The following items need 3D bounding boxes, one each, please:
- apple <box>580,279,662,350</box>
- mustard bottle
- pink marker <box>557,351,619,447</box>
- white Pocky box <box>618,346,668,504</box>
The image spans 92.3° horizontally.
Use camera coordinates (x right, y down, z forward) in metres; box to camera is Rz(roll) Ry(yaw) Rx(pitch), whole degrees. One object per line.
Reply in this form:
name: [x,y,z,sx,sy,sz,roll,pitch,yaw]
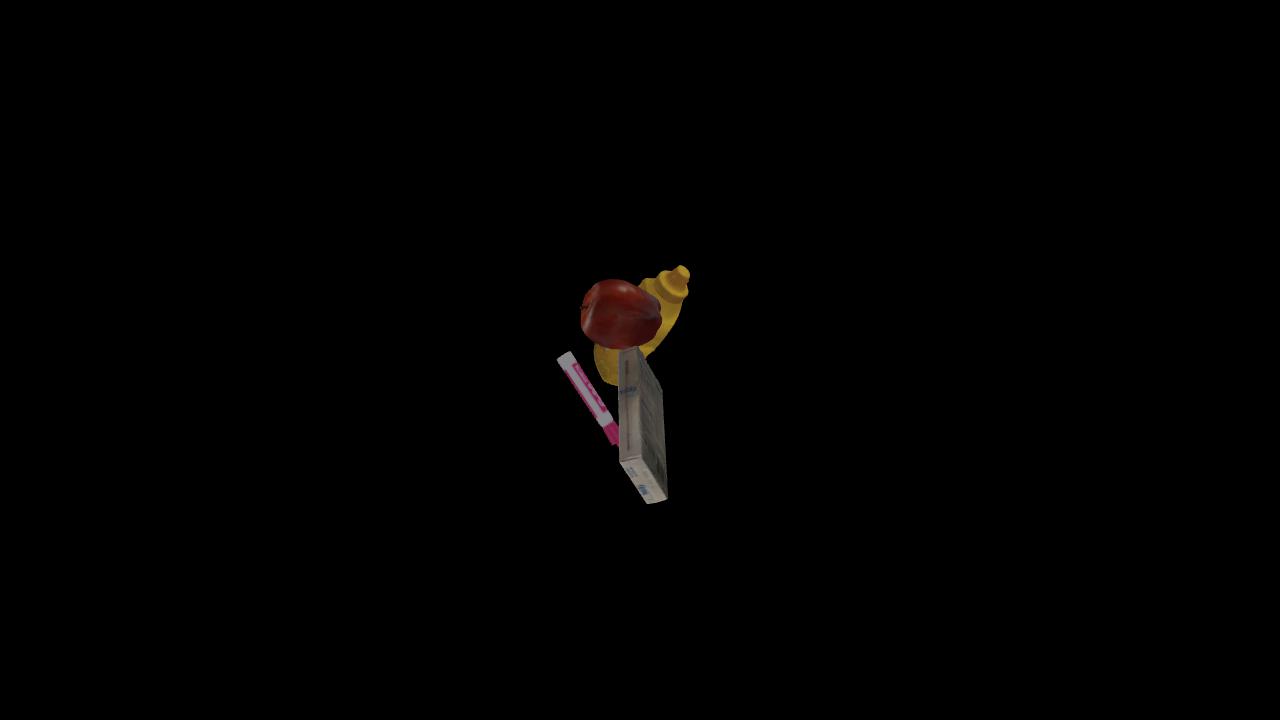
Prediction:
apple: [-0.024,-0.050,0.690,0.093,0.079,0.079,11,-3,-18]
mustard bottle: [0.005,-0.052,0.768,0.054,0.092,0.184,21,-45,-22]
pink marker: [-0.053,0.045,0.690,0.020,0.121,0.020,-33,-3,-2]
white Pocky box: [0.003,0.066,0.655,0.028,0.154,0.084,-16,-47,14]
